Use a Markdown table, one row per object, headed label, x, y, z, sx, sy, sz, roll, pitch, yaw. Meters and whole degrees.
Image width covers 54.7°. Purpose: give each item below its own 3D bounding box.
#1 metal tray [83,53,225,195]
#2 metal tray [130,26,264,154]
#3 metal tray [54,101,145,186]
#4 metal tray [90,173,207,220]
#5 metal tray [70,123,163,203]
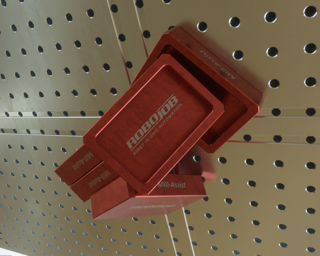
| label | x | y | z | sx | sy | sz | roll | pitch | yaw |
| --- | --- | --- | --- | --- | --- | --- | --- | --- | --- |
| metal tray | -0.006 | -0.004 | 0.337 | 0.090 | 0.030 | 0.130 | 43 | 84 | -2 |
| metal tray | 0.040 | -0.041 | 0.359 | 0.130 | 0.030 | 0.089 | 39 | 129 | 1 |
| metal tray | -0.078 | 0.020 | 0.420 | 0.030 | 0.090 | 0.129 | 49 | 128 | -6 |
| metal tray | -0.013 | 0.091 | 0.413 | 0.090 | 0.131 | 0.030 | -36 | 57 | 39 |
| metal tray | -0.057 | 0.043 | 0.422 | 0.030 | 0.090 | 0.129 | 49 | 128 | -6 |
